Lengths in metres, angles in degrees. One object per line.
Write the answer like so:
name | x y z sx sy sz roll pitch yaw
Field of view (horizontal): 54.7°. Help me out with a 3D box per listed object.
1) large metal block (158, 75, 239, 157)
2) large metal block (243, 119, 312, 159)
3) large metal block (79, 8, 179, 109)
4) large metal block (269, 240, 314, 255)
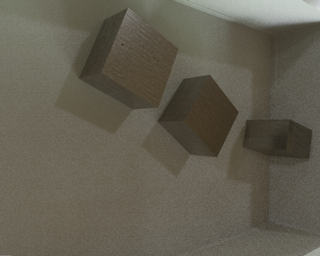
large metal block | 0.056 -0.016 0.437 0.080 0.050 0.080 45 63 -31
large metal block | 0.206 0.019 0.543 0.081 0.080 0.050 17 79 -39
large metal block | -0.034 -0.076 0.361 0.080 0.050 0.080 30 72 -36
large metal block | 0.261 0.279 0.612 0.081 0.050 0.079 -4 93 -40
